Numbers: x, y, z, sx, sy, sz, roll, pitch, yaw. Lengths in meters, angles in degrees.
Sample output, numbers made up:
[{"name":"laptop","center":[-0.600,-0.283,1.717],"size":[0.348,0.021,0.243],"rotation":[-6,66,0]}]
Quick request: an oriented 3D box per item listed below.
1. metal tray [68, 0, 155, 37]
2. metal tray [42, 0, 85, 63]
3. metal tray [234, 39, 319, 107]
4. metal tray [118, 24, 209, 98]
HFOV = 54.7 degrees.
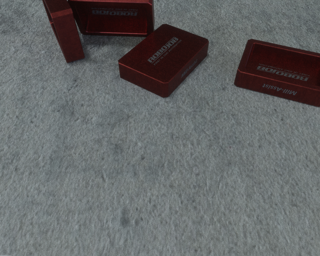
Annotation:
[{"name":"metal tray","center":[-0.076,-0.193,0.518],"size":[0.131,0.090,0.030],"rotation":[2,72,1]},{"name":"metal tray","center":[-0.165,-0.180,0.509],"size":[0.030,0.090,0.130],"rotation":[-21,53,-14]},{"name":"metal tray","center":[0.189,-0.088,0.476],"size":[0.130,0.030,0.090],"rotation":[17,52,13]},{"name":"metal tray","center":[0.008,-0.112,0.494],"size":[0.090,0.030,0.131],"rotation":[27,55,21]}]
